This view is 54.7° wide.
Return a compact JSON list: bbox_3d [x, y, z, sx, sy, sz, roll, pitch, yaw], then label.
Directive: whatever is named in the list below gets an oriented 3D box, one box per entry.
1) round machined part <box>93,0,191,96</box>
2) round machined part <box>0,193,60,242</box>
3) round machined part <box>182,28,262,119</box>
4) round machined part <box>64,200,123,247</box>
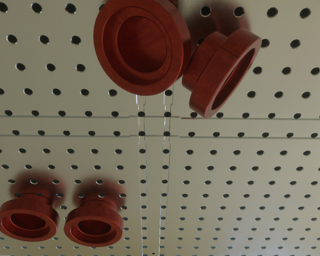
[{"bbox_3d":[-0.014,-0.085,0.311,0.098,0.042,0.097,14,123,22],"label":"round machined part"},{"bbox_3d":[-0.219,0.148,0.523,0.099,0.042,0.097,-1,130,0],"label":"round machined part"},{"bbox_3d":[0.060,-0.061,0.325,0.042,0.099,0.097,37,129,15],"label":"round machined part"},{"bbox_3d":[-0.112,0.163,0.537,0.099,0.042,0.097,-1,130,0],"label":"round machined part"}]
